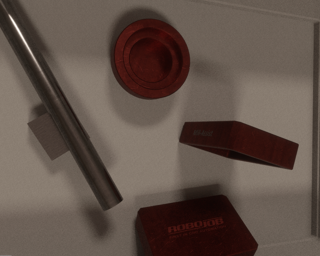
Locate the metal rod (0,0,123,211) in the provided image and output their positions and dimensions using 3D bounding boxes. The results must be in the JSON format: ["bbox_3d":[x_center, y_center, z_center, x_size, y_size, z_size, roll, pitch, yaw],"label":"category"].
[{"bbox_3d":[-0.124,-0.045,0.342,0.025,0.025,0.299,-29,91,-18],"label":"metal rod"}]

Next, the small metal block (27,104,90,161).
[{"bbox_3d":[-0.119,0.003,0.367,0.050,0.025,0.050,-33,101,-17],"label":"small metal block"}]

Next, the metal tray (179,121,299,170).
[{"bbox_3d":[0.092,0.019,0.390,0.091,0.130,0.030,19,84,-20],"label":"metal tray"}]

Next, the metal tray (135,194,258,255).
[{"bbox_3d":[0.044,0.136,0.393,0.131,0.090,0.030,-4,126,-20],"label":"metal tray"}]

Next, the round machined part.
[{"bbox_3d":[-0.015,-0.085,0.397,0.099,0.042,0.097,0,90,-21],"label":"round machined part"}]
